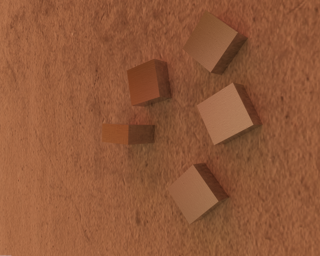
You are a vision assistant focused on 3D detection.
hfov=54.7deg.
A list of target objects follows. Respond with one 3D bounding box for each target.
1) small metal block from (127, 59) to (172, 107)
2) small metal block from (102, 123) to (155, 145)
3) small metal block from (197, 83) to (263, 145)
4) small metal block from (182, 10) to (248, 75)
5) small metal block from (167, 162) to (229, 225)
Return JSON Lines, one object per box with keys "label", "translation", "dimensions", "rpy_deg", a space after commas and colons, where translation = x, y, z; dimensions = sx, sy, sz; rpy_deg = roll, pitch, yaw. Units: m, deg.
{"label": "small metal block", "translation": [-0.015, -0.059, 0.415], "dimensions": [0.050, 0.025, 0.050], "rpy_deg": [-14, 81, 39]}
{"label": "small metal block", "translation": [-0.043, 0.007, 0.422], "dimensions": [0.050, 0.050, 0.025], "rpy_deg": [3, 92, 39]}
{"label": "small metal block", "translation": [0.076, -0.014, 0.341], "dimensions": [0.050, 0.025, 0.050], "rpy_deg": [-33, 70, 35]}
{"label": "small metal block", "translation": [0.062, -0.096, 0.353], "dimensions": [0.050, 0.025, 0.050], "rpy_deg": [48, 118, 29]}
{"label": "small metal block", "translation": [0.044, 0.077, 0.367], "dimensions": [0.050, 0.025, 0.050], "rpy_deg": [-48, 62, 29]}
